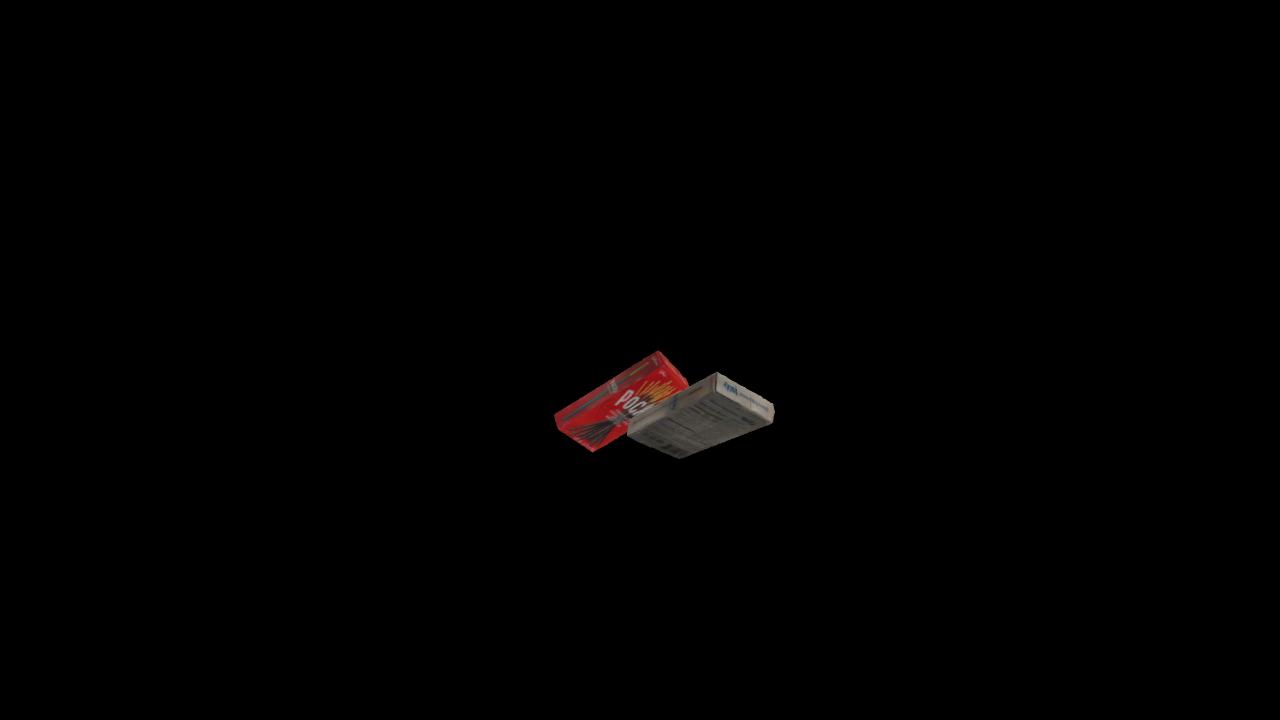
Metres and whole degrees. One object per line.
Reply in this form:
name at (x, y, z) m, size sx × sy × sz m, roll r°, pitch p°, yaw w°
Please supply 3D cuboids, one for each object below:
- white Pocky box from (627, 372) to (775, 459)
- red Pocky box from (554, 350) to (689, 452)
white Pocky box at (0.062, 0.067, 0.675) m, size 0.084 × 0.028 × 0.154 m, roll 28°, pitch -37°, yaw -25°
red Pocky box at (-0.020, 0.054, 0.754) m, size 0.155 × 0.028 × 0.083 m, roll -32°, pitch -40°, yaw 11°
